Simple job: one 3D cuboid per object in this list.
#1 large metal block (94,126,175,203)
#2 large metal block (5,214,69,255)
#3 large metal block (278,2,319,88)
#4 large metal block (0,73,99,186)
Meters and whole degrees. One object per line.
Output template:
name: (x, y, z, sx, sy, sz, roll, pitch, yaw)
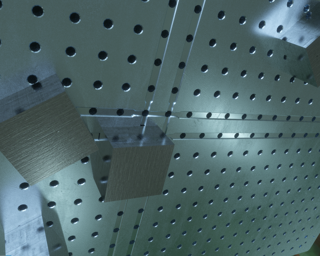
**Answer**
large metal block: (-0.036, 0.045, 0.404, 0.081, 0.050, 0.079, -1, 119, -28)
large metal block: (-0.154, 0.176, 0.401, 0.050, 0.080, 0.080, -27, 128, -12)
large metal block: (0.231, -0.120, 0.450, 0.080, 0.050, 0.080, -42, 130, 0)
large metal block: (-0.124, 0.001, 0.329, 0.080, 0.050, 0.080, -29, 129, -10)
